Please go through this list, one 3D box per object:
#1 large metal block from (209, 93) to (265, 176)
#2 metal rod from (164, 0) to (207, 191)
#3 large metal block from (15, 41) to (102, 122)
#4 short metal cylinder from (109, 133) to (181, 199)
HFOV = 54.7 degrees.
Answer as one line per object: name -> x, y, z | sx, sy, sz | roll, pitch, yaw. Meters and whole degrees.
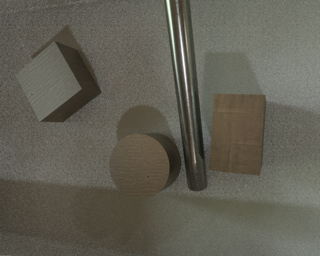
large metal block -> 0.090, 0.005, 0.349 | 0.050, 0.080, 0.079 | 4, 91, 20
metal rod -> 0.027, -0.061, 0.334 | 0.025, 0.025, 0.298 | 0, 116, 20
large metal block -> -0.146, -0.064, 0.447 | 0.080, 0.050, 0.080 | -34, 79, 16
short metal cylinder -> -0.018, 0.047, 0.403 | 0.080, 0.050, 0.079 | 0, 90, 19
